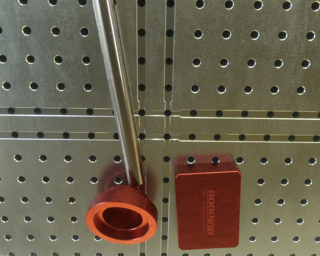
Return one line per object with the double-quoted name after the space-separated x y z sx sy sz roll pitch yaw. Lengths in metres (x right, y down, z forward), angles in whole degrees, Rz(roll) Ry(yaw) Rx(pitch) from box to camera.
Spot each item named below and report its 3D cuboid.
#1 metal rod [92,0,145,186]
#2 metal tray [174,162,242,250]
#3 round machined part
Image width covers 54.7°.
-0.054 -0.062 0.389 0.025 0.025 0.298 -8 110 2 "metal rod"
0.069 0.116 0.455 0.091 0.030 0.129 -3 110 0 "metal tray"
-0.051 0.118 0.437 0.099 0.042 0.097 3 128 4 "round machined part"
